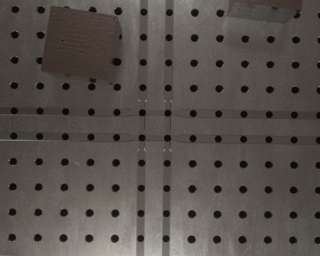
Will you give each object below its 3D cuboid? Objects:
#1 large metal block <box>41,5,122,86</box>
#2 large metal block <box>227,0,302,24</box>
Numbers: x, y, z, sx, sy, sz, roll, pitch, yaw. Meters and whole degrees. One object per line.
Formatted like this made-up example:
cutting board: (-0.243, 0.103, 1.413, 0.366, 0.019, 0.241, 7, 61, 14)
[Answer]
large metal block: (-0.098, -0.103, 0.400, 0.081, 0.050, 0.080, 9, 90, -1)
large metal block: (0.138, -0.188, 0.403, 0.081, 0.050, 0.080, 7, 90, -1)
